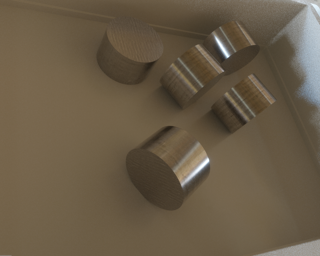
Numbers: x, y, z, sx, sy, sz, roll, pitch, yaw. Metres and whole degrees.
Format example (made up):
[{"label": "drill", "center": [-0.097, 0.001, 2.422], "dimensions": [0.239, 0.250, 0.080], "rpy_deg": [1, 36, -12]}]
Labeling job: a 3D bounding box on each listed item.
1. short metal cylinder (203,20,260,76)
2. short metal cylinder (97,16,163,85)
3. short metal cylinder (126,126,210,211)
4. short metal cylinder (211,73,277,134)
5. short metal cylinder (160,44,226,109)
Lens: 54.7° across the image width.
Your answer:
[{"label": "short metal cylinder", "center": [0.116, -0.130, 0.511], "dimensions": [0.081, 0.080, 0.050], "rpy_deg": [-16, 70, -34]}, {"label": "short metal cylinder", "center": [-0.042, -0.107, 0.432], "dimensions": [0.081, 0.050, 0.080], "rpy_deg": [14, 56, -21]}, {"label": "short metal cylinder", "center": [0.008, 0.044, 0.348], "dimensions": [0.080, 0.080, 0.050], "rpy_deg": [49, 51, 6]}, {"label": "short metal cylinder", "center": [0.123, -0.035, 0.458], "dimensions": [0.081, 0.080, 0.050], "rpy_deg": [-31, 79, -38]}, {"label": "short metal cylinder", "center": [0.047, -0.072, 0.439], "dimensions": [0.081, 0.080, 0.050], "rpy_deg": [-35, 82, -38]}]
